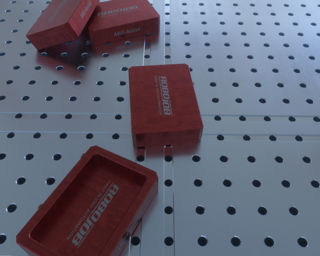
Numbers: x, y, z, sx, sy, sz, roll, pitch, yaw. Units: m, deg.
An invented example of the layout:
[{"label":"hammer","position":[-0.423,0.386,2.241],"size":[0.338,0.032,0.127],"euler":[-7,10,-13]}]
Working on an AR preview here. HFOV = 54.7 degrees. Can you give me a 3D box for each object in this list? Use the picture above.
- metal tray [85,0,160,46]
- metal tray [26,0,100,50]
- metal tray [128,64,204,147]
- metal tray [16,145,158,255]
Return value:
[{"label":"metal tray","position":[-0.076,-0.202,0.573],"size":[0.131,0.030,0.090],"euler":[-18,52,-15]},{"label":"metal tray","position":[-0.167,-0.196,0.543],"size":[0.090,0.030,0.130],"euler":[-7,48,24]},{"label":"metal tray","position":[0.004,-0.036,0.435],"size":[0.091,0.030,0.130],"euler":[-4,50,-4]},{"label":"metal tray","position":[-0.070,0.088,0.329],"size":[0.090,0.030,0.130],"euler":[22,53,17]}]
